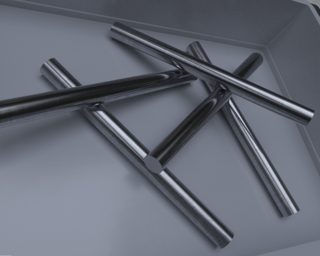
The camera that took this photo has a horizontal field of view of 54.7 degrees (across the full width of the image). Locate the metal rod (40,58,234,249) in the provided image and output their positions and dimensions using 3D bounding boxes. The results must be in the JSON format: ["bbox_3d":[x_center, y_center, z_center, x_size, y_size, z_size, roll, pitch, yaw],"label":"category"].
[{"bbox_3d":[-0.029,0.028,0.372,0.300,0.025,0.025,44,51,2],"label":"metal rod"}]

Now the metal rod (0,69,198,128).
[{"bbox_3d":[-0.051,-0.047,0.378,0.302,0.025,0.025,-20,73,-44],"label":"metal rod"}]

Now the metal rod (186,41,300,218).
[{"bbox_3d":[0.119,-0.009,0.474,0.025,0.025,0.299,-15,69,-34],"label":"metal rod"}]

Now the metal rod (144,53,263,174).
[{"bbox_3d":[0.079,-0.039,0.437,0.025,0.025,0.302,45,51,3],"label":"metal rod"}]

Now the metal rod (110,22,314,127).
[{"bbox_3d":[0.065,-0.079,0.435,0.301,0.025,0.025,27,50,9],"label":"metal rod"}]
